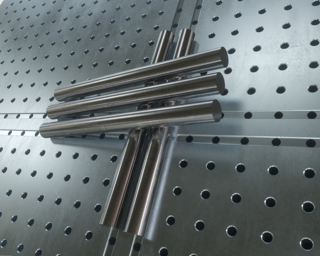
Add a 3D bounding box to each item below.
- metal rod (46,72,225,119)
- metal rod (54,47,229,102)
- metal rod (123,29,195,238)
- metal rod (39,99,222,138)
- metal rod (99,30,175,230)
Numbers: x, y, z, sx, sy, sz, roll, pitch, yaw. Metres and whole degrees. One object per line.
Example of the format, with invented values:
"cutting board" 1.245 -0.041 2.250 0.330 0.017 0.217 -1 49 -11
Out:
"metal rod" -0.055 -0.039 0.433 0.300 0.025 0.025 -6 59 34
"metal rod" -0.048 -0.070 0.448 0.300 0.025 0.025 -6 59 34
"metal rod" 0.006 -0.011 0.411 0.025 0.025 0.300 1 62 28
"metal rod" -0.062 -0.007 0.416 0.300 0.025 0.025 -5 59 35
"metal rod" -0.024 -0.014 0.428 0.025 0.025 0.300 1 62 28
